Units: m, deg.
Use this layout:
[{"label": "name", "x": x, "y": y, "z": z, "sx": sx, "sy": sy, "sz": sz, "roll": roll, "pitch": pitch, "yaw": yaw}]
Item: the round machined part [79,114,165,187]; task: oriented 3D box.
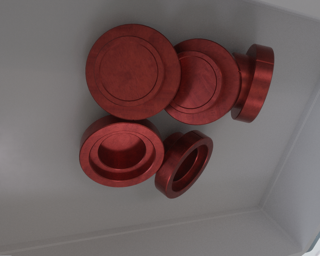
[{"label": "round machined part", "x": -0.047, "y": 0.023, "z": 0.376, "sx": 0.099, "sy": 0.042, "sz": 0.097, "roll": -6, "pitch": 125, "yaw": -8}]

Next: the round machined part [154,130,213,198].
[{"label": "round machined part", "x": 0.026, "y": 0.044, "z": 0.424, "sx": 0.099, "sy": 0.042, "sz": 0.097, "roll": -37, "pitch": 146, "yaw": -30}]

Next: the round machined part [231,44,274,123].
[{"label": "round machined part", "x": 0.104, "y": -0.058, "z": 0.393, "sx": 0.042, "sy": 0.098, "sz": 0.097, "roll": 14, "pitch": 116, "yaw": 1}]

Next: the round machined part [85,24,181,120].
[{"label": "round machined part", "x": -0.028, "y": -0.056, "z": 0.315, "sx": 0.099, "sy": 0.042, "sz": 0.097, "roll": 1, "pitch": 97, "yaw": 4}]

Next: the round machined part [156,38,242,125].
[{"label": "round machined part", "x": 0.040, "y": -0.051, "z": 0.349, "sx": 0.097, "sy": 0.098, "sz": 0.042, "roll": -63, "pitch": 165, "yaw": 17}]
